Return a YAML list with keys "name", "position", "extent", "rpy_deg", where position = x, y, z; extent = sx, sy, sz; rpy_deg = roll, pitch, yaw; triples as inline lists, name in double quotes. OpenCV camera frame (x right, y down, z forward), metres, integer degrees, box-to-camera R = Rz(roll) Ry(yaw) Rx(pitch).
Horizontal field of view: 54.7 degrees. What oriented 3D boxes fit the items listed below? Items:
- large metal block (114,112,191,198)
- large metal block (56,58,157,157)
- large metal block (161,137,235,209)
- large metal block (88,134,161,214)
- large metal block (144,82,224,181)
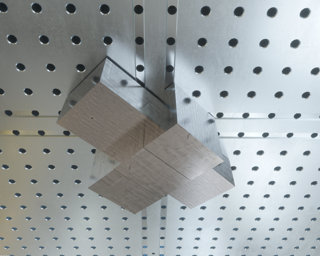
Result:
- name: "large metal block"
  position: [-0.009, 0.031, 0.402]
  extent: [0.050, 0.080, 0.080]
  rpy_deg: [-37, 122, 26]
- name: "large metal block"
  position: [-0.061, -0.022, 0.372]
  extent: [0.080, 0.050, 0.080]
  rpy_deg: [-37, 122, 28]
- name: "large metal block"
  position: [0.049, 0.064, 0.451]
  extent: [0.080, 0.050, 0.080]
  rpy_deg: [-36, 122, 27]
- name: "large metal block"
  position: [-0.045, 0.058, 0.425]
  extent: [0.050, 0.080, 0.080]
  rpy_deg: [-37, 122, 26]
- name: "large metal block"
  position: [0.028, 0.004, 0.380]
  extent: [0.050, 0.080, 0.080]
  rpy_deg: [-37, 122, 26]
